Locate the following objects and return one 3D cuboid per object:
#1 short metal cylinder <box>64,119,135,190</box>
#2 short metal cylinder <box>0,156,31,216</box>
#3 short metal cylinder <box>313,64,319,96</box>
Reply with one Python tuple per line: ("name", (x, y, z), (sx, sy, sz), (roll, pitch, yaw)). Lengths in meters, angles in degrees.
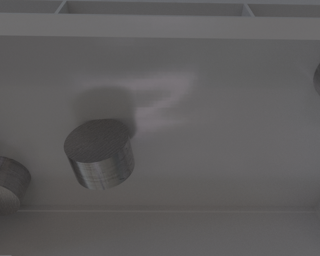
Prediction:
("short metal cylinder", (-0.076, 0.033, 0.400), (0.080, 0.080, 0.050), (-5, 130, 4))
("short metal cylinder", (-0.243, 0.088, 0.465), (0.081, 0.050, 0.079), (0, 130, 0))
("short metal cylinder", (0.225, -0.051, 0.352), (0.081, 0.050, 0.079), (0, 130, 0))
